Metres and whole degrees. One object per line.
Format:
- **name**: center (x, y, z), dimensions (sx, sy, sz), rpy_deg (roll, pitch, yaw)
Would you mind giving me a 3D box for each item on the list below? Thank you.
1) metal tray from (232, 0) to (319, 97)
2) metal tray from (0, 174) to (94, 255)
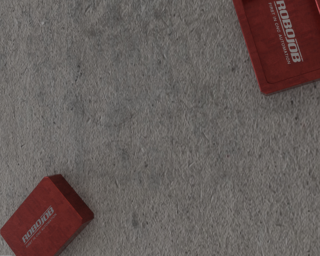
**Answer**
- **metal tray**: center (0.144, -0.111, 0.355), dimensions (0.090, 0.030, 0.129), rpy_deg (-17, 84, 19)
- **metal tray**: center (-0.172, 0.145, 0.467), dimensions (0.090, 0.030, 0.130), rpy_deg (46, 104, 14)
